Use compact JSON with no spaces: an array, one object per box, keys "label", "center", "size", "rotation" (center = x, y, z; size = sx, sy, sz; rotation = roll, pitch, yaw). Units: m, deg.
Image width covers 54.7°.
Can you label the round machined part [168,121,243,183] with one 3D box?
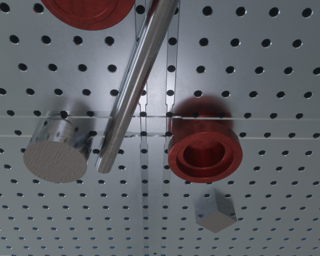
[{"label":"round machined part","center":[0.060,0.028,0.426],"size":[0.099,0.042,0.097],"rotation":[0,130,0]}]

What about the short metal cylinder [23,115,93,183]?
[{"label":"short metal cylinder","center":[-0.135,0.030,0.419],"size":[0.081,0.050,0.079],"rotation":[0,130,0]}]

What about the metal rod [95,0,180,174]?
[{"label":"metal rod","center":[-0.032,-0.048,0.369],"size":[0.025,0.025,0.298],"rotation":[16,128,-13]}]

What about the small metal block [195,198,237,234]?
[{"label":"small metal block","center":[0.098,0.156,0.546],"size":[0.050,0.025,0.050],"rotation":[34,122,-26]}]

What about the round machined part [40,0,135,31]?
[{"label":"round machined part","center":[-0.069,-0.136,0.284],"size":[0.099,0.042,0.097],"rotation":[0,130,0]}]
